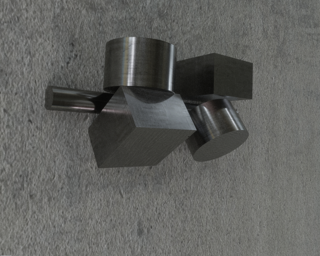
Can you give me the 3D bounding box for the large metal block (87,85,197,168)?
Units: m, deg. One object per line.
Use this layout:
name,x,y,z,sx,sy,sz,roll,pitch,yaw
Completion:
large metal block,-0.022,0.002,0.344,0.081,0.080,0.050,3,54,-40

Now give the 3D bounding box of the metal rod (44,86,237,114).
metal rod,0.003,-0.025,0.411,0.302,0.025,0.025,3,88,-40

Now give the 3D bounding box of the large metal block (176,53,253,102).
large metal block,0.070,-0.065,0.428,0.081,0.080,0.050,2,89,-40

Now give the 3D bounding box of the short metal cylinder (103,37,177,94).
short metal cylinder,-0.022,-0.066,0.351,0.081,0.080,0.050,4,88,-40

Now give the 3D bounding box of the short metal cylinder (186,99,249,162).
short metal cylinder,0.073,0.005,0.423,0.081,0.080,0.050,2,54,-40
